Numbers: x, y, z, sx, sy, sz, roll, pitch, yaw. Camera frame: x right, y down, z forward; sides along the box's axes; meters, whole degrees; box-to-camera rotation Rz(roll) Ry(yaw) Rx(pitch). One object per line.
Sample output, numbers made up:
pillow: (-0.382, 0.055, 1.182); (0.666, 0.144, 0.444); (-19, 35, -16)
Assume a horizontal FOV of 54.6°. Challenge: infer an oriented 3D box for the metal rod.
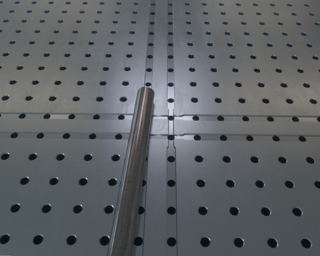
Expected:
metal rod: (-0.033, 0.064, 0.353); (0.025, 0.025, 0.300); (4, 50, 3)
